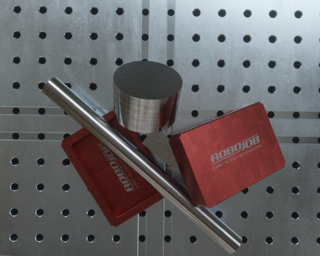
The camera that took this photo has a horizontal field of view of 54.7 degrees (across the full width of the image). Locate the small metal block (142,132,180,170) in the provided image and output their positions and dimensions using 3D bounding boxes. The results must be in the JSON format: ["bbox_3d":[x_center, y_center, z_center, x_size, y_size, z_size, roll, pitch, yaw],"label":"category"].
[{"bbox_3d":[0.005,0.025,0.396,0.050,0.050,0.025,41,90,0],"label":"small metal block"}]

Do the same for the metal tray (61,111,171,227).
[{"bbox_3d":[-0.055,0.050,0.406,0.090,0.030,0.130,-32,90,0],"label":"metal tray"}]

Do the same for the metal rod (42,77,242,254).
[{"bbox_3d":[-0.021,0.046,0.379,0.300,0.025,0.025,41,90,-1],"label":"metal rod"}]

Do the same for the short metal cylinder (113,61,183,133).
[{"bbox_3d":[-0.016,-0.039,0.376,0.080,0.080,0.050,8,132,0],"label":"short metal cylinder"}]

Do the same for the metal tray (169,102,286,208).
[{"bbox_3d":[0.086,0.030,0.382,0.131,0.030,0.090,-21,90,-25],"label":"metal tray"}]
